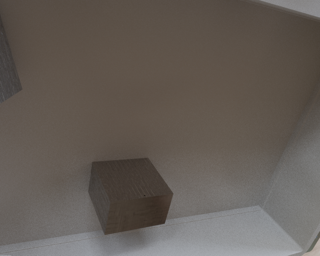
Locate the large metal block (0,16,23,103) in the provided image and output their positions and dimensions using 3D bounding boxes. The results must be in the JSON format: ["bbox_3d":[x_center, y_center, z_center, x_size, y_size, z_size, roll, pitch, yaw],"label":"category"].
[{"bbox_3d":[-0.166,-0.052,0.242,0.050,0.080,0.079,8,124,15],"label":"large metal block"}]

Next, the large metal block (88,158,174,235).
[{"bbox_3d":[-0.041,0.084,0.403,0.081,0.080,0.050,-1,119,-28],"label":"large metal block"}]
